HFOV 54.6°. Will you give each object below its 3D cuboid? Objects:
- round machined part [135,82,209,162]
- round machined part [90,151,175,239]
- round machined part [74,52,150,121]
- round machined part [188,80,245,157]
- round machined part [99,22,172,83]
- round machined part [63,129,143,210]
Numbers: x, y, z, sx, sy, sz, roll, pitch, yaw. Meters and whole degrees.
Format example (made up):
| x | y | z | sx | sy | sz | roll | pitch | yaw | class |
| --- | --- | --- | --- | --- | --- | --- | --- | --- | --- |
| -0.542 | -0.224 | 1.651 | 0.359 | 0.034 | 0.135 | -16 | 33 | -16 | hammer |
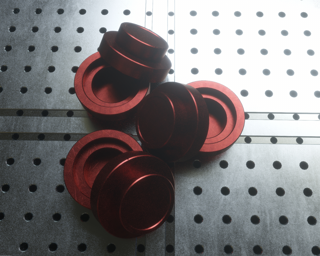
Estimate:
| x | y | z | sx | sy | sz | roll | pitch | yaw | class |
| --- | --- | --- | --- | --- | --- | --- | --- | --- | --- |
| 0.007 | -0.008 | 0.373 | 0.042 | 0.098 | 0.098 | 5 | 63 | -44 | round machined part |
| -0.023 | 0.077 | 0.344 | 0.099 | 0.042 | 0.097 | -9 | 106 | -32 | round machined part |
| -0.062 | -0.055 | 0.421 | 0.099 | 0.042 | 0.098 | 0 | 70 | 0 | round machined part |
| 0.057 | -0.010 | 0.406 | 0.099 | 0.042 | 0.098 | 0 | 70 | 0 | round machined part |
| -0.027 | -0.105 | 0.412 | 0.098 | 0.042 | 0.098 | 22 | 30 | -13 | round machined part |
| -0.064 | 0.054 | 0.382 | 0.099 | 0.042 | 0.098 | 0 | 70 | 0 | round machined part |
